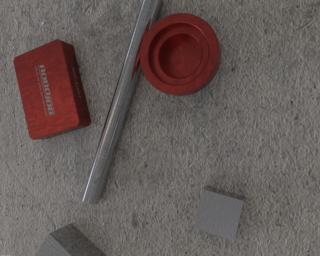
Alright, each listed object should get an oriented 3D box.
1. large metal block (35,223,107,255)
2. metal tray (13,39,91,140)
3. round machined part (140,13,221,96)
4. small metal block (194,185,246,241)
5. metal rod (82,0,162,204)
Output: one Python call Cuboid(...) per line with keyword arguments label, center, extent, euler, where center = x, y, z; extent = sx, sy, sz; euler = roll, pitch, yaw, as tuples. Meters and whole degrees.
Cuboid(label="large metal block", center=(-0.134, 0.199, 0.443), extent=(0.080, 0.050, 0.080), euler=(36, 102, 16))
Cuboid(label="metal tray", center=(-0.162, -0.055, 0.464), extent=(0.090, 0.030, 0.129), euler=(-16, 85, 19))
Cuboid(label="round machined part", center=(0.028, -0.089, 0.390), extent=(0.098, 0.042, 0.097), euler=(0, 90, 20))
Cuboid(label="small metal block", center=(0.074, 0.104, 0.383), extent=(0.050, 0.025, 0.050), euler=(13, 94, 19))
Cuboid(label="metal rod", center=(-0.054, -0.037, 0.427), extent=(0.025, 0.025, 0.298), euler=(20, 97, 19))
